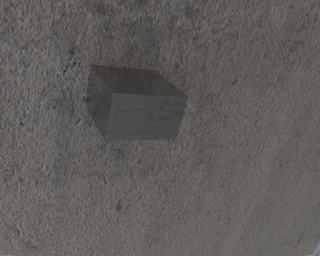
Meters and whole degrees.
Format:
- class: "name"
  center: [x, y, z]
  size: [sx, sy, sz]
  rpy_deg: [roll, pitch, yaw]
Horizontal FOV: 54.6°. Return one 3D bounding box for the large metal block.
- class: "large metal block"
  center: [-0.029, -0.029, 0.337]
  size: [0.081, 0.080, 0.050]
  rpy_deg: [0, 119, -28]
